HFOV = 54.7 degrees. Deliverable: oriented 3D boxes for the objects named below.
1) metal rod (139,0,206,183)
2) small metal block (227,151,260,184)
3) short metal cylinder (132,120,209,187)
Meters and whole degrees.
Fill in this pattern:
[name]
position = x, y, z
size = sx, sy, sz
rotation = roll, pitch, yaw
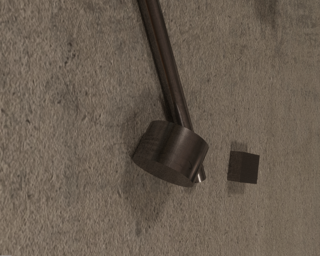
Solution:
[metal rod]
position = 0.015, -0.064, 0.418
size = 0.025, 0.025, 0.298
rotation = -27, 107, -37
[small metal block]
position = 0.143, 0.067, 0.528
size = 0.050, 0.025, 0.050
rotation = 14, 81, -40
[short metal cylinder]
position = 0.013, 0.033, 0.382
size = 0.080, 0.080, 0.050
rotation = 39, 66, -34
